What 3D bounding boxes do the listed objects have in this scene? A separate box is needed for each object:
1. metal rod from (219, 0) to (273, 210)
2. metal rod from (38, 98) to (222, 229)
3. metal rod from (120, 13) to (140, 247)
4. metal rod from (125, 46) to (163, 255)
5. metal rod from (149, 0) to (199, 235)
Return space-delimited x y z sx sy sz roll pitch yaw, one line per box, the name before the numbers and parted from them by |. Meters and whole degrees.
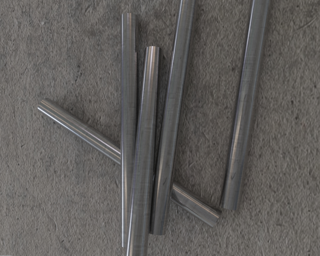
metal rod | 0.106 -0.051 0.371 0.025 0.025 0.298 9 93 20
metal rod | -0.052 0.039 0.427 0.300 0.025 0.025 31 100 17
metal rod | -0.039 -0.004 0.402 0.025 0.025 0.298 -4 81 20
metal rod | -0.019 0.042 0.377 0.025 0.025 0.299 -1 75 20
metal rod | 0.016 -0.021 0.386 0.025 0.025 0.298 7 86 20
